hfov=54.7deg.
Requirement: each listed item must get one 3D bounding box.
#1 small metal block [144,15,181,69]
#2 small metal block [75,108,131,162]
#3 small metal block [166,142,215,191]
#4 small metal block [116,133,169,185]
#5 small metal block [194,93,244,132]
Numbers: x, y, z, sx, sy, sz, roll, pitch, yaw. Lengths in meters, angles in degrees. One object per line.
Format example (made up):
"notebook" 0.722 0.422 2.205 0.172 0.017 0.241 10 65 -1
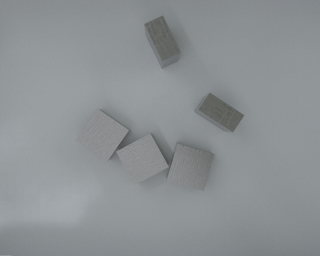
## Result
"small metal block" 0.003 -0.109 0.399 0.025 0.050 0.050 -26 90 0
"small metal block" -0.075 0.009 0.410 0.050 0.025 0.050 35 90 -1
"small metal block" 0.040 0.051 0.412 0.050 0.025 0.050 16 90 -1
"small metal block" -0.023 0.040 0.411 0.050 0.025 0.050 -29 90 -1
"small metal block" 0.074 -0.019 0.400 0.050 0.050 0.025 33 90 -1
